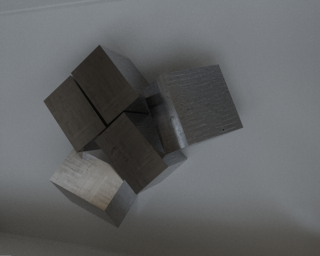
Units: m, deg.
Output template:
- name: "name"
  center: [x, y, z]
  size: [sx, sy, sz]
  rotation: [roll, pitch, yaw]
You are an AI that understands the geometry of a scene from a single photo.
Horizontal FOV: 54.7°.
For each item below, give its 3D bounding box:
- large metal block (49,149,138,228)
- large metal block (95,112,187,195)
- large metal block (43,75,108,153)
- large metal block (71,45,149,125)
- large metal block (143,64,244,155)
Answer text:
- name: "large metal block"
  center: [-0.081, 0.078, 0.400]
  size: [0.080, 0.080, 0.050]
  rotation: [23, 63, 18]
- name: "large metal block"
  center: [-0.020, 0.028, 0.385]
  size: [0.050, 0.080, 0.080]
  rotation: [-43, 77, 15]
- name: "large metal block"
  center: [-0.091, -0.017, 0.411]
  size: [0.050, 0.080, 0.080]
  rotation: [-39, 78, 16]
- name: "large metal block"
  center: [-0.052, -0.051, 0.397]
  size: [0.050, 0.080, 0.080]
  rotation: [-40, 78, 15]
- name: "large metal block"
  center: [0.038, -0.022, 0.359]
  size: [0.050, 0.081, 0.080]
  rotation: [-30, 77, 58]
